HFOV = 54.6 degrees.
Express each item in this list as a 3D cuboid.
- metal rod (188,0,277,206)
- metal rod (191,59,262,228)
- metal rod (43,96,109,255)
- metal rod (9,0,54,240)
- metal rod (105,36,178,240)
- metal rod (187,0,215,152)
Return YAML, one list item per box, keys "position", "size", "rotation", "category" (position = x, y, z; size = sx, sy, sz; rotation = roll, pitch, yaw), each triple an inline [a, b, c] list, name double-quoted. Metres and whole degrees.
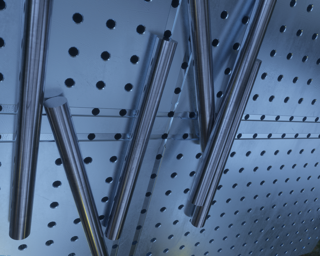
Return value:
- position: [0.094, -0.031, 0.416]
  size: [0.025, 0.025, 0.298]
  rotation: [7, 107, -32]
  category: "metal rod"
- position: [0.096, 0.037, 0.485]
  size: [0.025, 0.025, 0.298]
  rotation: [-2, 119, -28]
  category: "metal rod"
- position: [-0.101, 0.096, 0.414]
  size: [0.025, 0.025, 0.298]
  rotation: [-18, 126, -18]
  category: "metal rod"
- position: [-0.142, 0.002, 0.334]
  size: [0.025, 0.025, 0.298]
  rotation: [1, 118, -29]
  category: "metal rod"
- position: [-0.032, 0.030, 0.411]
  size: [0.025, 0.025, 0.298]
  rotation: [3, 117, -30]
  category: "metal rod"
- position: [0.052, -0.089, 0.383]
  size: [0.025, 0.025, 0.298]
  rotation: [-21, 127, -16]
  category: "metal rod"
